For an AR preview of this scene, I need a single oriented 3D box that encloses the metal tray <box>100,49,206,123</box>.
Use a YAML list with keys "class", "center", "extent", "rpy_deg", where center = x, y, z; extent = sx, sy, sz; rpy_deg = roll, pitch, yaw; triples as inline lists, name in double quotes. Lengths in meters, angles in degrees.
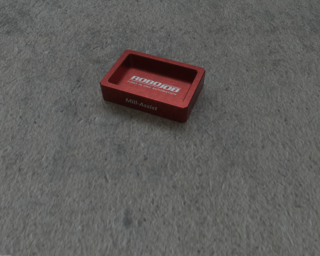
- class: "metal tray"
  center: [-0.009, -0.065, 0.454]
  extent: [0.130, 0.030, 0.090]
  rpy_deg: [17, 52, 14]
